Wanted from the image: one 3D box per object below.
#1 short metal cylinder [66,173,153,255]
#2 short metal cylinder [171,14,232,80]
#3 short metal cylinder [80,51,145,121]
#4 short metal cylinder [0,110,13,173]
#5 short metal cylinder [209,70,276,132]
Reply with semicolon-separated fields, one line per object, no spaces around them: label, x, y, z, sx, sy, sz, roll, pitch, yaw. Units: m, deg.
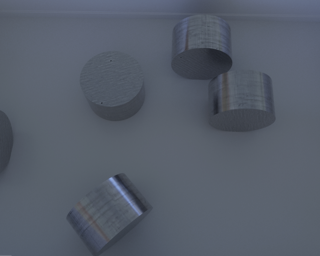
short metal cylinder;-0.055;0.096;0.345;0.080;0.080;0.050;-39;75;-13
short metal cylinder;0.056;-0.107;0.420;0.081;0.080;0.050;2;70;0
short metal cylinder;-0.061;-0.055;0.416;0.081;0.050;0.080;0;70;0
short metal cylinder;-0.221;0.017;0.372;0.050;0.080;0.080;2;70;0
short metal cylinder;0.102;-0.032;0.393;0.081;0.080;0.050;2;70;0
